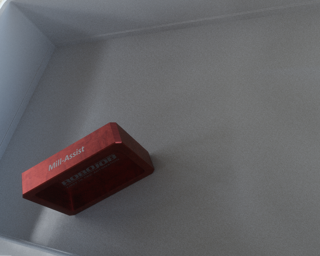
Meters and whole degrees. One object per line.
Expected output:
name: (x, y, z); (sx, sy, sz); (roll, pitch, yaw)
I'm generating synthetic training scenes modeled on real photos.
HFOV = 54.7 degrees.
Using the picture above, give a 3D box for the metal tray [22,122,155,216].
metal tray: (-0.084, 0.054, 0.372); (0.130, 0.090, 0.030); (-29, 52, 9)
